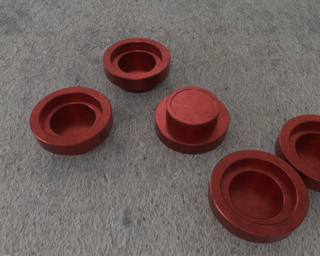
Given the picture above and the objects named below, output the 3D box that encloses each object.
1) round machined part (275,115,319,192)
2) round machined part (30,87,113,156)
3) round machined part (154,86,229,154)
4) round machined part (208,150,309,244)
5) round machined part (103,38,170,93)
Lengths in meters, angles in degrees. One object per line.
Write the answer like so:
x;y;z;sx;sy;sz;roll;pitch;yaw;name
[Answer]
0.185;0.034;0.365;0.099;0.042;0.098;0;50;0;round machined part
-0.109;-0.004;0.395;0.099;0.042;0.098;0;50;0;round machined part
0.042;-0.017;0.407;0.099;0.042;0.098;0;50;0;round machined part
0.100;0.075;0.330;0.099;0.042;0.098;0;50;0;round machined part
-0.034;-0.091;0.468;0.099;0.042;0.098;0;50;0;round machined part
